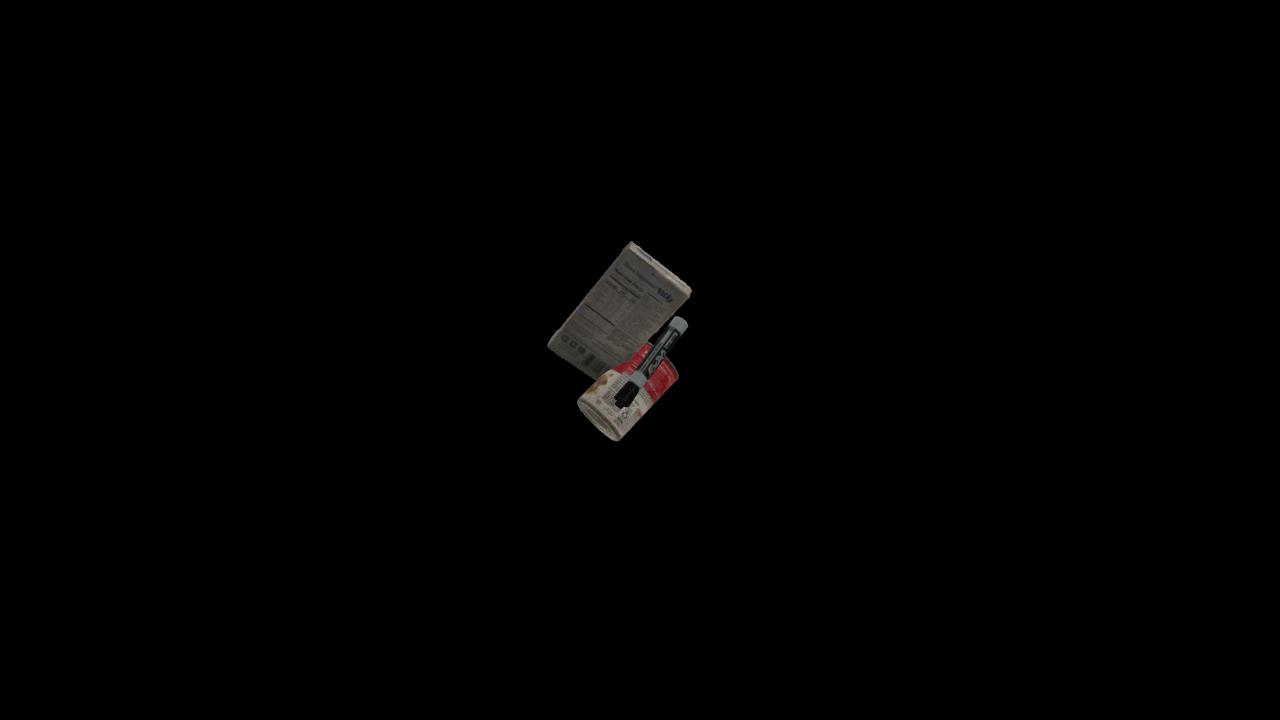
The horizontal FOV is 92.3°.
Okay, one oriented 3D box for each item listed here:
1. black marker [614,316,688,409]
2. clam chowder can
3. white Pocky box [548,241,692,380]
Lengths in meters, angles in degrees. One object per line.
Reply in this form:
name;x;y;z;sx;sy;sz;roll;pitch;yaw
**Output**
black marker;0.012;0.003;0.656;0.020;0.121;0.020;32;-21;14
clam chowder can;-0.014;0.034;0.700;0.102;0.068;0.068;-46;17;-17
white Pocky box;-0.025;-0.046;0.666;0.084;0.154;0.028;36;30;-13
